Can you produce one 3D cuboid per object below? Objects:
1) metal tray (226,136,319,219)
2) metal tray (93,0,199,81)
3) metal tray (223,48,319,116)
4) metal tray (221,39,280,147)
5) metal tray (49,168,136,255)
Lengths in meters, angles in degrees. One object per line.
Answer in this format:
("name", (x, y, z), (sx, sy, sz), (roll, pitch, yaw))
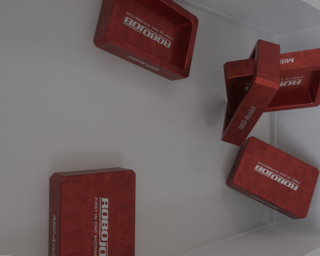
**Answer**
("metal tray", (0.188, 0.082, 0.514), (0.130, 0.030, 0.090), (27, 70, 0))
("metal tray", (-0.011, -0.124, 0.392), (0.131, 0.030, 0.090), (17, 79, -39))
("metal tray", (0.161, -0.061, 0.439), (0.090, 0.130, 0.030), (65, 22, -54))
("metal tray", (0.126, -0.046, 0.438), (0.030, 0.129, 0.090), (17, 51, 2))
("metal tray", (-0.073, 0.112, 0.343), (0.091, 0.030, 0.129), (1, 89, -40))
